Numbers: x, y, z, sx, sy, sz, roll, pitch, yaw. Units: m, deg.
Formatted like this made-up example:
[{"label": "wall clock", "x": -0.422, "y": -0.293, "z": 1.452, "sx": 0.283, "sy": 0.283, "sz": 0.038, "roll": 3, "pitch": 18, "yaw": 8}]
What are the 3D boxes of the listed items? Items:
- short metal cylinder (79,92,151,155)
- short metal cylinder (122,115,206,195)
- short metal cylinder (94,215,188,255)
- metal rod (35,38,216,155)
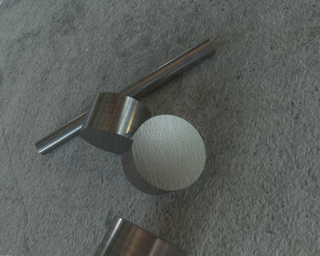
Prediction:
[{"label": "short metal cylinder", "x": -0.056, "y": -0.003, "z": 0.400, "sx": 0.080, "sy": 0.080, "sz": 0.050, "roll": 1, "pitch": 63, "yaw": 29}, {"label": "short metal cylinder", "x": 0.003, "y": 0.031, "z": 0.341, "sx": 0.081, "sy": 0.050, "sz": 0.080, "roll": 6, "pitch": 71, "yaw": -17}, {"label": "short metal cylinder", "x": -0.020, "y": 0.126, "z": 0.302, "sx": 0.080, "sy": 0.080, "sz": 0.050, "roll": 16, "pitch": 70, "yaw": 34}, {"label": "metal rod", "x": -0.056, "y": -0.042, "z": 0.458, "sx": 0.300, "sy": 0.025, "sz": 0.025, "roll": -30, "pitch": 52, "yaw": 9}]
